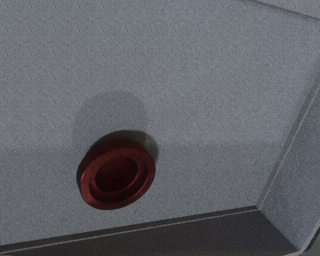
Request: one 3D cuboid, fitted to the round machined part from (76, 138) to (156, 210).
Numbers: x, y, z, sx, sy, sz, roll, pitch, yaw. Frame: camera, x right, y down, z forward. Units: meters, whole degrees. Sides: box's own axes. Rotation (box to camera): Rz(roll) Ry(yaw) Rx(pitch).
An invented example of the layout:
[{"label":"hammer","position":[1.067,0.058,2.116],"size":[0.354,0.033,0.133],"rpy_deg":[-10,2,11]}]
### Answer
[{"label":"round machined part","position":[-0.059,0.055,0.401],"size":[0.099,0.042,0.097],"rpy_deg":[-14,125,-21]}]
